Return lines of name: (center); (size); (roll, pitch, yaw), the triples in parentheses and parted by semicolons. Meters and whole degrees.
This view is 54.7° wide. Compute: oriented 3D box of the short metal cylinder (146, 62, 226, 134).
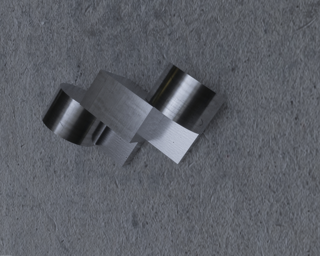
short metal cylinder: (0.031, -0.036, 0.370); (0.080, 0.080, 0.050); (37, 102, 16)

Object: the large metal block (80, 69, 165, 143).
large metal block: (-0.039, -0.026, 0.395); (0.080, 0.080, 0.050); (37, 102, 16)

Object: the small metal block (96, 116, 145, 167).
small metal block: (-0.053, 0.017, 0.429); (0.050, 0.025, 0.050); (37, 102, 16)

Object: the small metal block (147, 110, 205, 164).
small metal block: (0.021, 0.011, 0.403); (0.050, 0.025, 0.050); (37, 102, 16)

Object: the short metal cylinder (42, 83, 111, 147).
short metal cylinder: (-0.110, -0.018, 0.420); (0.080, 0.080, 0.050); (37, 102, 16)
